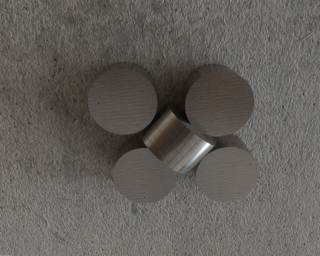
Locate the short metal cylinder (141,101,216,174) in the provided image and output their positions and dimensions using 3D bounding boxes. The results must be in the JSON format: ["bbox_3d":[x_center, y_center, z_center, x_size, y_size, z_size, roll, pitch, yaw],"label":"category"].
[{"bbox_3d":[0.023,0.011,0.386,0.080,0.080,0.050,38,106,-13],"label":"short metal cylinder"}]

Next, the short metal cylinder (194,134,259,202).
[{"bbox_3d":[0.086,0.052,0.417,0.081,0.050,0.079,0,110,-1],"label":"short metal cylinder"}]

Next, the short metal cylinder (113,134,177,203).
[{"bbox_3d":[-0.019,0.053,0.416,0.081,0.050,0.079,0,110,-1],"label":"short metal cylinder"}]

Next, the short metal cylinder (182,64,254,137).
[{"bbox_3d":[0.069,-0.035,0.384,0.081,0.050,0.079,0,110,-1],"label":"short metal cylinder"}]

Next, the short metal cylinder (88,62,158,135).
[{"bbox_3d":[-0.043,-0.038,0.382,0.081,0.050,0.079,0,110,-1],"label":"short metal cylinder"}]
